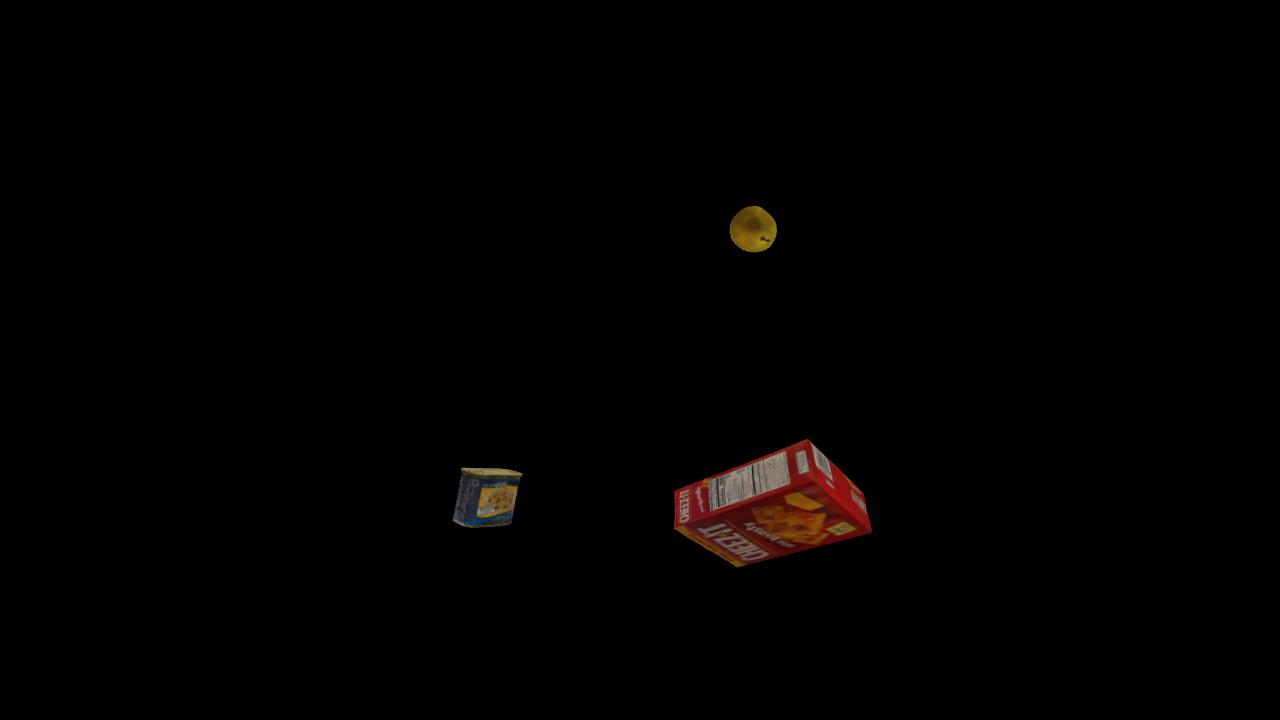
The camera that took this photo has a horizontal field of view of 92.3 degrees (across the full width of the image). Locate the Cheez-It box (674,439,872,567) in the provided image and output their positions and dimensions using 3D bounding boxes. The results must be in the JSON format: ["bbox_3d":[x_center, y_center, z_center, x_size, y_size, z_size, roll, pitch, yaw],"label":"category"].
[{"bbox_3d":[0.182,0.211,0.863,0.223,0.071,0.166,-27,-51,30],"label":"Cheez-It box"}]

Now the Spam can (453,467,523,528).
[{"bbox_3d":[-0.247,0.222,0.996,0.058,0.085,0.101,6,-5,38],"label":"Spam can"}]

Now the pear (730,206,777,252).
[{"bbox_3d":[0.189,-0.211,1.016,0.080,0.080,0.111,0,21,7],"label":"pear"}]
